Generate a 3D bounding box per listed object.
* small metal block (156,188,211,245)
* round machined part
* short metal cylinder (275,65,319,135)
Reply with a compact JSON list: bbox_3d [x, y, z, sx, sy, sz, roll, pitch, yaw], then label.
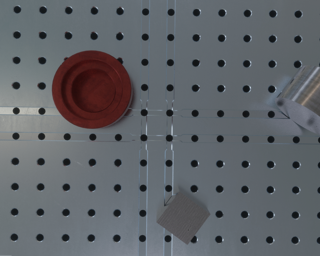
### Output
[{"bbox_3d":[0.030,0.117,0.414,0.050,0.025,0.050,37,90,0],"label":"small metal block"},{"bbox_3d":[-0.085,-0.048,0.404,0.099,0.042,0.097,0,90,0],"label":"round machined part"},{"bbox_3d":[0.194,-0.033,0.387,0.080,0.080,0.050,38,90,0],"label":"short metal cylinder"}]
